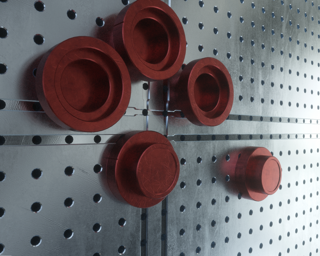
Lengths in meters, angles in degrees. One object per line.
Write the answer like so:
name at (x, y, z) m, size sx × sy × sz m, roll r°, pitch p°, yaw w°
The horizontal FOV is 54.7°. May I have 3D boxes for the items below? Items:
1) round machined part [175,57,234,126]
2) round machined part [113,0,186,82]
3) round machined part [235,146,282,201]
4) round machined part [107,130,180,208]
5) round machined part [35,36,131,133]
round machined part at (0.061, -0.051, 0.451) m, size 0.099 × 0.042 × 0.097 m, roll 0°, pitch 90°, yaw -40°
round machined part at (-0.017, -0.106, 0.386) m, size 0.099 × 0.042 × 0.097 m, roll 0°, pitch 90°, yaw -40°
round machined part at (0.182, 0.082, 0.554) m, size 0.099 × 0.042 × 0.097 m, roll 0°, pitch 91°, yaw -40°
round machined part at (-0.014, 0.052, 0.389) m, size 0.099 × 0.042 × 0.097 m, roll 0°, pitch 90°, yaw -40°
round machined part at (-0.083, -0.044, 0.330) m, size 0.099 × 0.042 × 0.097 m, roll 0°, pitch 90°, yaw -40°
